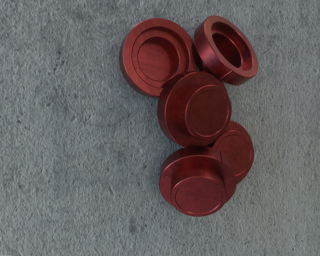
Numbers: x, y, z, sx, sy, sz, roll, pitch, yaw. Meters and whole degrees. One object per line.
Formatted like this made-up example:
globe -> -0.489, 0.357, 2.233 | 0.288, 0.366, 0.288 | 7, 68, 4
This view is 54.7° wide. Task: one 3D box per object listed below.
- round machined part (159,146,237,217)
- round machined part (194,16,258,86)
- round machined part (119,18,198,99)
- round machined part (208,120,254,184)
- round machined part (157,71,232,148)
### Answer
round machined part -> 0.048, 0.074, 0.393 | 0.099, 0.042, 0.097 | 1, 122, 2
round machined part -> 0.083, -0.099, 0.418 | 0.099, 0.042, 0.098 | 20, 54, -29
round machined part -> -0.005, -0.087, 0.400 | 0.099, 0.042, 0.097 | 0, 90, -21
round machined part -> 0.092, 0.037, 0.437 | 0.099, 0.042, 0.097 | 0, 90, -21
round machined part -> 0.050, -0.021, 0.385 | 0.099, 0.042, 0.097 | -6, 104, -27
